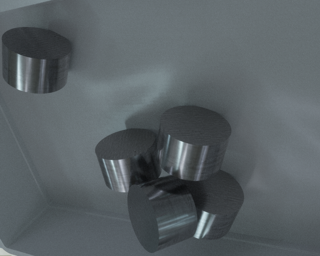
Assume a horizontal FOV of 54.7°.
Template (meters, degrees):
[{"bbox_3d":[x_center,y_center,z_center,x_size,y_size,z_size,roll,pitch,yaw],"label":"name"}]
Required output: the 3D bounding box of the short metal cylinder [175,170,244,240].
[{"bbox_3d":[0.061,0.095,0.399,0.080,0.080,0.050,23,127,14],"label":"short metal cylinder"}]

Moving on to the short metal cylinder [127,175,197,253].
[{"bbox_3d":[0.001,0.101,0.373,0.080,0.050,0.079,28,124,55],"label":"short metal cylinder"}]

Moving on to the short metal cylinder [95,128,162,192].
[{"bbox_3d":[-0.042,0.041,0.419,0.080,0.080,0.050,3,120,26],"label":"short metal cylinder"}]

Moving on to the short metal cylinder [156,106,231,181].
[{"bbox_3d":[0.038,0.016,0.362,0.080,0.080,0.050,19,126,16],"label":"short metal cylinder"}]

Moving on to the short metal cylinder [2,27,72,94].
[{"bbox_3d":[-0.159,-0.088,0.400,0.080,0.080,0.050,29,128,9],"label":"short metal cylinder"}]
